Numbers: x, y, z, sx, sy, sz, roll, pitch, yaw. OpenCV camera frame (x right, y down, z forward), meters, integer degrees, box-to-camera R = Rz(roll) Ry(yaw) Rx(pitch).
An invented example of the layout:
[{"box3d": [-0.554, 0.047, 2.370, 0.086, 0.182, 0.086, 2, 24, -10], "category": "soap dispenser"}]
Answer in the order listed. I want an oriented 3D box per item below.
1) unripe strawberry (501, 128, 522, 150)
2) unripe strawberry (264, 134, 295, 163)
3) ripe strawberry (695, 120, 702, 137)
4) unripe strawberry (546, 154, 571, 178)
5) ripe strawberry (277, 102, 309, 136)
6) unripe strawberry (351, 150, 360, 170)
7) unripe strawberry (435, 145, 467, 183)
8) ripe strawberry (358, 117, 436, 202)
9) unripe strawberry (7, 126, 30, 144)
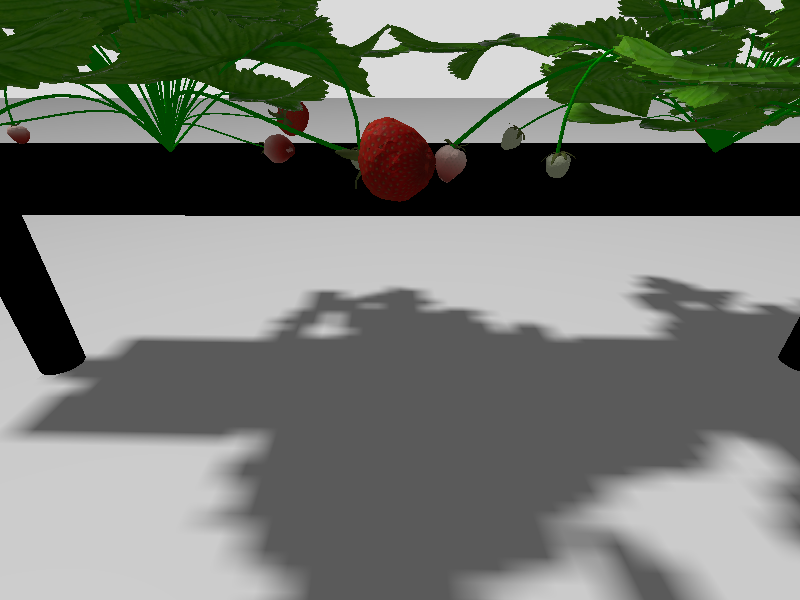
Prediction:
[{"box3d": [0.093, -0.135, 0.338, 0.016, 0.018, 0.018, 40, 24, -15], "category": "unripe strawberry"}, {"box3d": [-0.081, -0.102, 0.272, 0.019, 0.019, 0.021, 16, 32, 26], "category": "unripe strawberry"}, {"box3d": [0.328, -0.187, 0.421, 0.031, 0.033, 0.034, 16, 32, 28], "category": "ripe strawberry"}, {"box3d": [0.092, -0.078, 0.233, 0.013, 0.014, 0.015, -17, 32, -28], "category": "unripe strawberry"}, {"box3d": [-0.113, -0.196, 0.429, 0.033, 0.038, 0.036, 17, 32, 28], "category": "ripe strawberry"}, {"box3d": [-0.023, -0.079, 0.224, 0.010, 0.011, 0.011, 18, 33, 30], "category": "unripe strawberry"}, {"box3d": [0.028, -0.078, 0.231, 0.019, 0.020, 0.018, 8, 21, -31], "category": "unripe strawberry"}, {"box3d": [-0.001, -0.061, 0.177, 0.034, 0.036, 0.031, 23, 36, 35], "category": "ripe strawberry"}, {"box3d": [-0.353, -0.153, 0.371, 0.016, 0.016, 0.015, 8, 29, 15], "category": "unripe strawberry"}]
